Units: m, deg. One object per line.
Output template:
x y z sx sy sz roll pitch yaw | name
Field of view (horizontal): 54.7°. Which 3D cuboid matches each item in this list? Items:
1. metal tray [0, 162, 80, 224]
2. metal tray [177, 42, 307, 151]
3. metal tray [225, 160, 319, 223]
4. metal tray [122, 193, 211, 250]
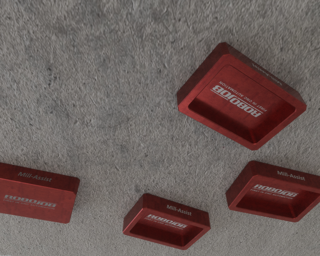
-0.201 0.106 0.492 0.131 0.030 0.089 14 129 -12 | metal tray
0.097 -0.032 0.376 0.131 0.030 0.090 27 125 -21 | metal tray
0.183 0.104 0.493 0.131 0.030 0.089 14 129 -12 | metal tray
0.011 0.169 0.547 0.131 0.030 0.089 22 127 -18 | metal tray
